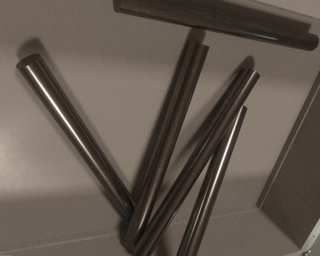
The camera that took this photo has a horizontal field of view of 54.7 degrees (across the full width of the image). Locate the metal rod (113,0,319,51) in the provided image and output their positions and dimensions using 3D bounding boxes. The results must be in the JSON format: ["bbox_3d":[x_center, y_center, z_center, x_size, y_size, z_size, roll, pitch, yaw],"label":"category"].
[{"bbox_3d":[0.090,-0.127,0.381,0.303,0.025,0.025,1,118,-29],"label":"metal rod"}]

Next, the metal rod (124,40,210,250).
[{"bbox_3d":[0.004,0.034,0.414,0.025,0.025,0.298,8,109,-32],"label":"metal rod"}]

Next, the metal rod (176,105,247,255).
[{"bbox_3d":[0.062,0.104,0.426,0.025,0.025,0.299,32,74,-38],"label":"metal rod"}]

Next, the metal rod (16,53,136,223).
[{"bbox_3d":[-0.080,0.042,0.392,0.025,0.025,0.299,-31,129,-9],"label":"metal rod"}]

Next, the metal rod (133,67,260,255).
[{"bbox_3d":[0.051,0.049,0.433,0.025,0.025,0.299,32,89,-38],"label":"metal rod"}]
